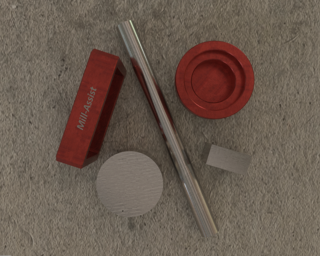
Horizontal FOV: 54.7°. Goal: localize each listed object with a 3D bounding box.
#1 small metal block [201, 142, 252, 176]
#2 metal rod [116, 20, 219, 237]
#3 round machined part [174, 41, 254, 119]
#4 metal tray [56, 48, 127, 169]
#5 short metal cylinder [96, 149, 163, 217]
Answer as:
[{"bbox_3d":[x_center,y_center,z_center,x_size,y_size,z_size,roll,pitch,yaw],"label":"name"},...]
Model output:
[{"bbox_3d":[0.083,0.038,0.397,0.050,0.050,0.025,17,90,-1],"label":"small metal block"},{"bbox_3d":[0.010,0.001,0.412,0.025,0.025,0.299,-22,90,0],"label":"metal rod"},{"bbox_3d":[0.068,-0.060,0.403,0.099,0.042,0.097,0,90,-1],"label":"round machined part"},{"bbox_3d":[-0.079,-0.021,0.378,0.030,0.090,0.129,19,90,0],"label":"metal tray"},{"bbox_3d":[-0.037,0.068,0.398,0.081,0.050,0.079,0,90,-1],"label":"short metal cylinder"}]
